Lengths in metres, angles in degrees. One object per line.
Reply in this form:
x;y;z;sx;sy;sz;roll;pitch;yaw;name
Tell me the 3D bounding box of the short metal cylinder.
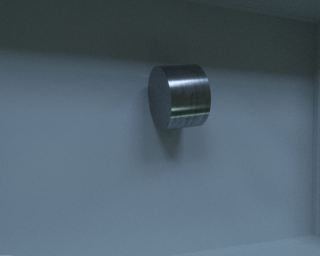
0.022;-0.039;0.390;0.050;0.080;0.079;-8;93;-20;short metal cylinder
